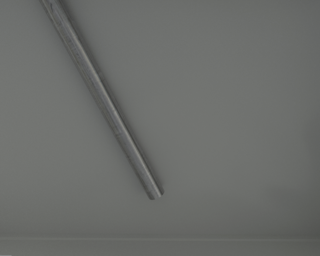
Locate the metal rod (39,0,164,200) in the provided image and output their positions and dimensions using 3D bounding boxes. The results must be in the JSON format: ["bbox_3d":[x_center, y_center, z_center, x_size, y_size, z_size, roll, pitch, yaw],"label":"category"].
[{"bbox_3d":[-0.068,-0.032,0.398,0.025,0.025,0.299,-24,109,8],"label":"metal rod"}]
